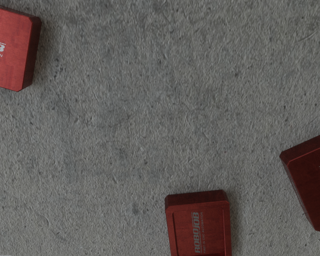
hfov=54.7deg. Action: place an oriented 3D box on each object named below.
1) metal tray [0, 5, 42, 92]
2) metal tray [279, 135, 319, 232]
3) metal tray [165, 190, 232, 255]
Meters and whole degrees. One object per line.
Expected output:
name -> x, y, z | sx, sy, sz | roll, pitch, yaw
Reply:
metal tray -> -0.217, -0.105, 0.366 | 0.131, 0.030, 0.089 | 16, 109, -6
metal tray -> 0.237, 0.075, 0.437 | 0.090, 0.030, 0.130 | -27, 108, 9
metal tray -> 0.059, 0.160, 0.466 | 0.091, 0.030, 0.129 | -6, 110, 2
